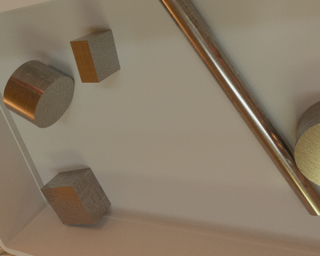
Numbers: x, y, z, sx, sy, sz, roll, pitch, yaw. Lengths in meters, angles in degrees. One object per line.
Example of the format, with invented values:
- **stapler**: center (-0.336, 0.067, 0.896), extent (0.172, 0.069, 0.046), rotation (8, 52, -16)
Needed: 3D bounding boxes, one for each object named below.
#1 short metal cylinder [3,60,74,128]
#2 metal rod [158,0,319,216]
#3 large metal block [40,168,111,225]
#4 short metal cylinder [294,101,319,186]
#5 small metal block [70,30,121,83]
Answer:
- **short metal cylinder**: center (-0.165, -0.047, 0.429), extent (0.050, 0.080, 0.079), rotation (29, 128, 9)
- **metal rod**: center (0.098, -0.022, 0.342), extent (0.025, 0.025, 0.300), rotation (-30, 102, 37)
- **large metal block**: center (-0.146, 0.120, 0.542), extent (0.080, 0.050, 0.080), rotation (-12, 112, 33)
- **short metal cylinder**: center (0.179, 0.015, 0.308), extent (0.080, 0.050, 0.079), rotation (13, 124, 20)
- **small metal block**: center (-0.077, -0.088, 0.377), extent (0.025, 0.050, 0.050), rotation (4, 120, 26)
